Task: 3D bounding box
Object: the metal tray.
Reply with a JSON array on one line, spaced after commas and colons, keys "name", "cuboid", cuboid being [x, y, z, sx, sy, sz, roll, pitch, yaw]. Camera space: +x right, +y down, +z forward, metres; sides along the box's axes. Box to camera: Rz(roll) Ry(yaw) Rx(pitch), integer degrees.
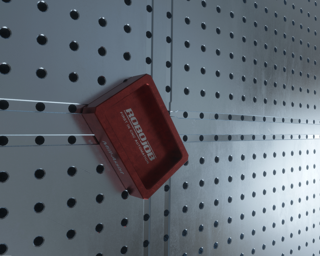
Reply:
[{"name": "metal tray", "cuboid": [-0.024, 0.010, 0.384, 0.090, 0.030, 0.130, -40, 114, -33]}]
